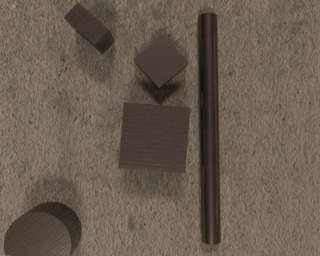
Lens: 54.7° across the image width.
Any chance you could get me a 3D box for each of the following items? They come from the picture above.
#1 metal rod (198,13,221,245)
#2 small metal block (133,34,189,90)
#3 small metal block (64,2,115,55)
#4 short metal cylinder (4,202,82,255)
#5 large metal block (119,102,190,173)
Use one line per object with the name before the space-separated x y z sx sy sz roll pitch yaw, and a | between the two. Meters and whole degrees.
metal rod | 0.066 0.001 0.410 0.025 0.025 0.298 -1 90 -1
small metal block | 0.001 -0.086 0.410 0.050 0.025 0.050 -42 91 0
small metal block | -0.088 -0.125 0.396 0.050 0.050 0.025 42 90 -1
short metal cylinder | -0.147 0.140 0.396 0.081 0.050 0.079 0 90 -1
large metal block | -0.007 0.012 0.397 0.081 0.050 0.079 4 90 -1
